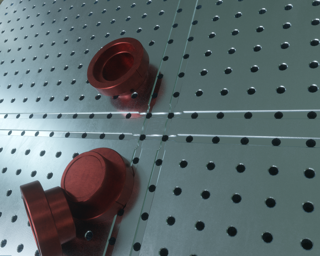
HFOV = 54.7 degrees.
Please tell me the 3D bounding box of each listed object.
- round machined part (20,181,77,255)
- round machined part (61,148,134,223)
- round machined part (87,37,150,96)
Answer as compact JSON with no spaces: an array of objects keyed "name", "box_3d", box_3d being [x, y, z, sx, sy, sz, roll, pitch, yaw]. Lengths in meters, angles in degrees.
[{"name":"round machined part","box_3d":[-0.133,0.110,0.375,0.042,0.097,0.098,-17,45,-28]},{"name":"round machined part","box_3d":[-0.087,0.069,0.399,0.098,0.042,0.098,-13,56,20]},{"name":"round machined part","box_3d":[-0.060,-0.090,0.482,0.098,0.042,0.098,-13,56,20]}]
